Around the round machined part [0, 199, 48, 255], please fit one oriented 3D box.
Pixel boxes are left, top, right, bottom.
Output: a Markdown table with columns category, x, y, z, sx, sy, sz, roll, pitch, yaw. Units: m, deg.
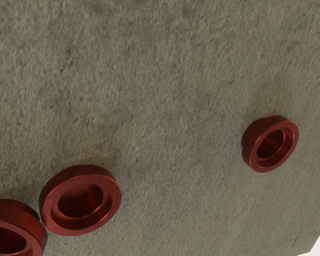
| category | x | y | z | sx | sy | sz | roll | pitch | yaw |
| --- | --- | --- | --- | --- | --- | --- | --- | --- | --- |
| round machined part | -0.180 | 0.120 | 0.357 | 0.099 | 0.042 | 0.097 | -1 | 124 | -1 |

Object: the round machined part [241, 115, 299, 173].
| category | x | y | z | sx | sy | sz | roll | pitch | yaw |
| --- | --- | --- | --- | --- | --- | --- | --- | --- | --- |
| round machined part | 0.174 | 0.022 | 0.507 | 0.099 | 0.042 | 0.097 | -14 | 125 | -21 |

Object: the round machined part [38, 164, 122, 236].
| category | x | y | z | sx | sy | sz | roll | pitch | yaw |
| --- | --- | --- | --- | --- | --- | --- | --- | --- | --- |
| round machined part | -0.103 | 0.086 | 0.394 | 0.099 | 0.042 | 0.097 | -14 | 125 | -21 |
